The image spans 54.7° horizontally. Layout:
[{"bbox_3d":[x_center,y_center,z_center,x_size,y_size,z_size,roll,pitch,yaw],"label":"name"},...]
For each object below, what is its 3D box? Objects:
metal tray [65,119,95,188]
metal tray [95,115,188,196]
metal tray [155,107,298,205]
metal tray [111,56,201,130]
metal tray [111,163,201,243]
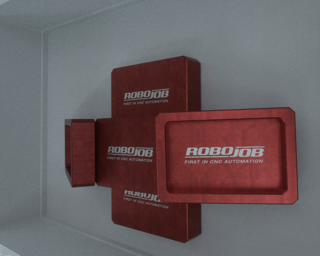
[{"bbox_3d":[-0.122,0.031,0.463,0.130,0.030,0.089,-176,86,-69],"label":"metal tray"},{"bbox_3d":[-0.028,0.031,0.386,0.130,0.030,0.089,-1,89,39],"label":"metal tray"},{"bbox_3d":[0.063,0.027,0.308,0.131,0.030,0.089,-2,89,10],"label":"metal tray"},{"bbox_3d":[-0.010,-0.039,0.408,0.130,0.030,0.089,0,90,39],"label":"metal tray"},{"bbox_3d":[-0.009,0.089,0.408,0.130,0.030,0.089,0,90,39],"label":"metal tray"}]
